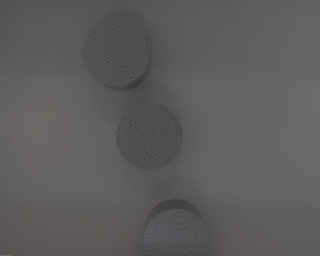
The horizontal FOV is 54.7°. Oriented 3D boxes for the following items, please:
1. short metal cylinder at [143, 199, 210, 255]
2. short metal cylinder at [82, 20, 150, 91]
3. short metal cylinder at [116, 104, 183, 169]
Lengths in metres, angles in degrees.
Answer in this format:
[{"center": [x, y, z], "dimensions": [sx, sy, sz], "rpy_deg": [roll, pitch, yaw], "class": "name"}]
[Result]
[{"center": [0.020, 0.138, 0.399], "dimensions": [0.081, 0.050, 0.080], "rpy_deg": [0, 90, 0], "class": "short metal cylinder"}, {"center": [-0.053, -0.090, 0.398], "dimensions": [0.081, 0.050, 0.080], "rpy_deg": [0, 90, 0], "class": "short metal cylinder"}, {"center": [-0.013, 0.010, 0.399], "dimensions": [0.081, 0.050, 0.080], "rpy_deg": [0, 90, 0], "class": "short metal cylinder"}]
